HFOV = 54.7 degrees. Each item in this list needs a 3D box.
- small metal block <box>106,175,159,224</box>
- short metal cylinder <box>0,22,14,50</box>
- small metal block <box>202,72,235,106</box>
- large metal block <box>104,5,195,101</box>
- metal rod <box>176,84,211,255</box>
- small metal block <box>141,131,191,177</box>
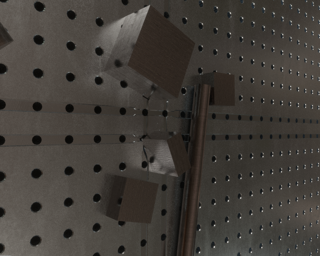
[{"bbox_3d":[-0.033,0.089,0.383,0.050,0.025,0.050,20,78,-39],"label":"small metal block"},{"bbox_3d":[-0.164,-0.069,0.236,0.080,0.080,0.050,-45,118,-31],"label":"short metal cylinder"},{"bbox_3d":[0.092,-0.060,0.489,0.050,0.025,0.050,-2,91,-40],"label":"small metal block"},{"bbox_3d":[-0.011,-0.089,0.385,0.080,0.050,0.080,29,72,-37],"label":"large metal block"},{"bbox_3d":[0.047,0.084,0.451,0.025,0.025,0.298,11,83,-40],"label":"metal rod"},{"bbox_3d":[0.008,0.032,0.402,0.025,0.050,0.050,-29,108,-37],"label":"small metal block"}]
